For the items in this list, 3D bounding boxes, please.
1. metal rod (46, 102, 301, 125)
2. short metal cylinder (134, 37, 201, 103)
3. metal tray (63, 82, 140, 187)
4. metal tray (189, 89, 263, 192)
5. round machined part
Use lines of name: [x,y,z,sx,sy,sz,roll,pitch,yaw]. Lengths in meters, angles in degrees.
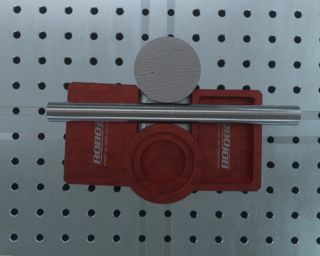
metal rod: [0.017,-0.018,0.379,0.302,0.025,0.025,1,90,-1]
short metal cylinder: [0.009,-0.070,0.397,0.081,0.050,0.079,0,90,0]
metal tray: [-0.074,0.008,0.405,0.091,0.030,0.129,3,90,0]
metal tray: [0.084,0.016,0.407,0.091,0.030,0.129,1,90,0]
round machined part: [0.004,0.043,0.392,0.099,0.042,0.097,0,90,0]
